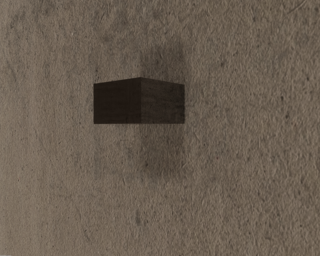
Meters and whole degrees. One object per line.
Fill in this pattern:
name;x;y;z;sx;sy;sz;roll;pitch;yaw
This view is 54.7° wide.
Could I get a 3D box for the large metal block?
large metal block;-0.025;-0.030;0.388;0.080;0.081;0.050;0;90;39
